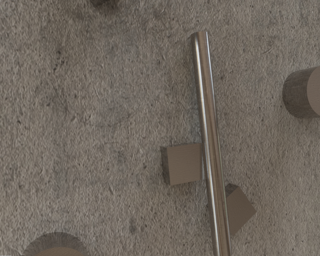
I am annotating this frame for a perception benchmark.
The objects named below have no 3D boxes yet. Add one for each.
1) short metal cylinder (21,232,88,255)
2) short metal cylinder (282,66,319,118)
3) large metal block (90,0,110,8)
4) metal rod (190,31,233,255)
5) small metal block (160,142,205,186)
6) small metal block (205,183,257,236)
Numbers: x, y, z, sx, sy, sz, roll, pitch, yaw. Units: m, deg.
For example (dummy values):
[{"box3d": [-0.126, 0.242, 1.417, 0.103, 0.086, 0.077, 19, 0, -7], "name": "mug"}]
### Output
[{"box3d": [-0.120, 0.166, 0.352, 0.081, 0.050, 0.079, 0, 90, -21], "name": "short metal cylinder"}, {"box3d": [0.243, -0.055, 0.488, 0.081, 0.050, 0.079, 0, 90, -21], "name": "short metal cylinder"}, {"box3d": [-0.070, -0.199, 0.354, 0.050, 0.080, 0.080, -36, 102, -17], "name": "large metal block"}, {"box3d": [0.069, 0.018, 0.419, 0.025, 0.025, 0.298, -4, 85, -20], "name": "metal rod"}, {"box3d": [0.030, 0.047, 0.422, 0.050, 0.025, 0.050, -6, 92, -20], "name": "small metal block"}, {"box3d": [0.103, 0.117, 0.449, 0.050, 0.025, 0.050, -39, 103, -16], "name": "small metal block"}]
